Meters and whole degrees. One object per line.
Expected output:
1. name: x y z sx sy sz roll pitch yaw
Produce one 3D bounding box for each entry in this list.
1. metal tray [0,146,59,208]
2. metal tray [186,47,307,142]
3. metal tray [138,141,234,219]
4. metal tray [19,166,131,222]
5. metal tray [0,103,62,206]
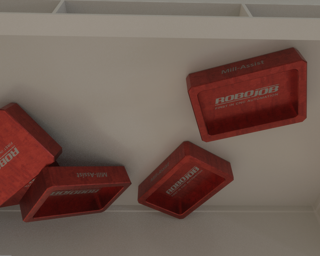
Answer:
1. metal tray: -0.217 0.075 0.467 0.131 0.030 0.090 -11 130 9
2. metal tray: 0.106 -0.036 0.376 0.131 0.030 0.090 -13 129 10
3. metal tray: 0.036 0.085 0.479 0.090 0.030 0.129 28 125 -22
4. metal tray: -0.117 0.092 0.442 0.131 0.030 0.090 7 135 -45
5. metal tray: -0.207 0.040 0.406 0.130 0.030 0.090 -38 104 15
